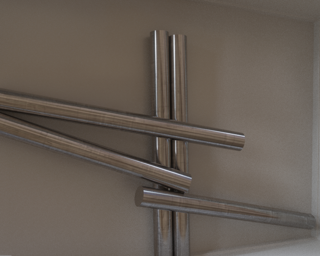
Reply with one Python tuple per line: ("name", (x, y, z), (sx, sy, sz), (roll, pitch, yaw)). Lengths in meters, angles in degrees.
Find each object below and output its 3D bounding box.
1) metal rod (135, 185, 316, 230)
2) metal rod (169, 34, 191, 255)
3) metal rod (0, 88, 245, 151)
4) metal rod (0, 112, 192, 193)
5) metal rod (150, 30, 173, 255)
("metal rod", (0.107, 0.115, 0.432), (0.302, 0.025, 0.025), (15, 85, -25))
("metal rod", (0.026, 0.026, 0.418), (0.025, 0.025, 0.298), (-1, 91, -20))
("metal rod", (-0.039, -0.007, 0.375), (0.302, 0.025, 0.025), (10, 87, -13))
("metal rod", (-0.103, 0.021, 0.358), (0.302, 0.025, 0.025), (20, 83, -14))
("metal rod", (0.002, 0.024, 0.409), (0.025, 0.025, 0.298), (-1, 91, -20))
